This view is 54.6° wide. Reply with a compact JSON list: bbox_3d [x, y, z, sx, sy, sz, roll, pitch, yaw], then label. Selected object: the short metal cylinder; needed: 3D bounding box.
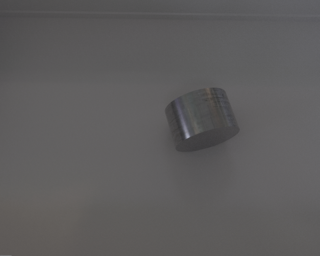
[{"bbox_3d":[0.051,-0.008,0.384,0.080,0.080,0.050,-14,71,-5],"label":"short metal cylinder"}]
